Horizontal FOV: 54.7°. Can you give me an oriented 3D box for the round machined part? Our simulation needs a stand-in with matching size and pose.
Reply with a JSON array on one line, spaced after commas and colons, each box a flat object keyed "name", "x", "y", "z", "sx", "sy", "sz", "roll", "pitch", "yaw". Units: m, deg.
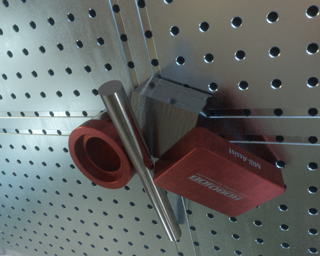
[{"name": "round machined part", "x": -0.071, "y": 0.031, "z": 0.417, "sx": 0.098, "sy": 0.042, "sz": 0.097, "roll": 15, "pitch": 126, "yaw": 22}]

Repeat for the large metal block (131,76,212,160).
[{"name": "large metal block", "x": 0.010, "y": -0.008, "z": 0.381, "sx": 0.080, "sy": 0.050, "sz": 0.079, "roll": 21, "pitch": 126, "yaw": 15}]

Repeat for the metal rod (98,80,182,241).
[{"name": "metal rod", "x": -0.013, "y": 0.066, "z": 0.403, "sx": 0.025, "sy": 0.025, "sz": 0.299, "roll": 6, "pitch": 137, "yaw": 25}]

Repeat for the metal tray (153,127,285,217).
[{"name": "metal tray", "x": 0.069, "y": 0.058, "z": 0.370, "sx": 0.131, "sy": 0.030, "sz": 0.090, "roll": 27, "pitch": 133, "yaw": -21}]

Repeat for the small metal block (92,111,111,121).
[{"name": "small metal block", "x": -0.072, "y": 0.000, "z": 0.445, "sx": 0.050, "sy": 0.025, "sz": 0.050, "roll": -24, "pitch": 106, "yaw": 36}]
